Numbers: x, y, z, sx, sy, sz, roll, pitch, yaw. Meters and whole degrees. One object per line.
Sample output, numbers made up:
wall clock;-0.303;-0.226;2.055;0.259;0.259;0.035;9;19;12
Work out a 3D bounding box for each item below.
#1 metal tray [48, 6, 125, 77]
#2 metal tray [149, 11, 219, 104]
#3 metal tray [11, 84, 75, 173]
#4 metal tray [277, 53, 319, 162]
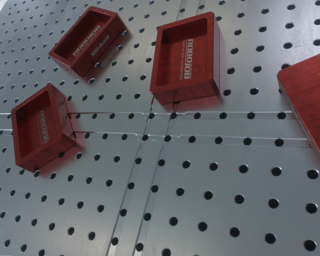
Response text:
metal tray;-0.137;-0.165;0.579;0.090;0.030;0.130;30;78;37
metal tray;0.038;-0.102;0.448;0.090;0.030;0.130;-8;58;24
metal tray;-0.196;-0.003;0.511;0.090;0.030;0.130;-33;51;7
metal tray;0.190;-0.023;0.319;0.090;0.030;0.130;-23;53;14
